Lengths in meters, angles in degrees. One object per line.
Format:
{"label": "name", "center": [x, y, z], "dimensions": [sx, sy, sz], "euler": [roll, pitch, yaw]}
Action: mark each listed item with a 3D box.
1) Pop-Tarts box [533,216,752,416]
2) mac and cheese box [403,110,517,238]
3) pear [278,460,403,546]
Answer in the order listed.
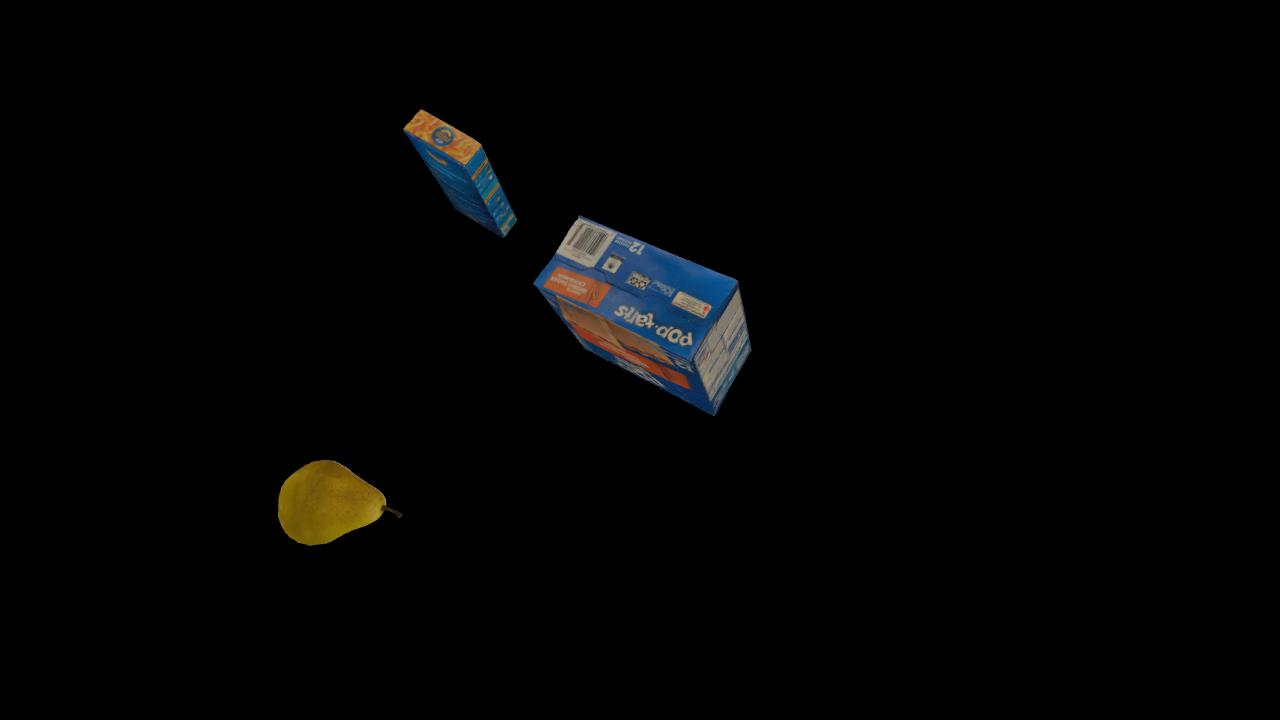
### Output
{"label": "Pop-Tarts box", "center": [0.008, -0.038, 0.576], "dimensions": [0.167, 0.083, 0.141], "euler": [28, -13, 24]}
{"label": "mac and cheese box", "center": [-0.223, -0.231, 0.790], "dimensions": [0.093, 0.041, 0.184], "euler": [33, -11, 9]}
{"label": "pear", "center": [-0.285, 0.135, 0.592], "dimensions": [0.111, 0.080, 0.080], "euler": [-6, 0, 4]}
